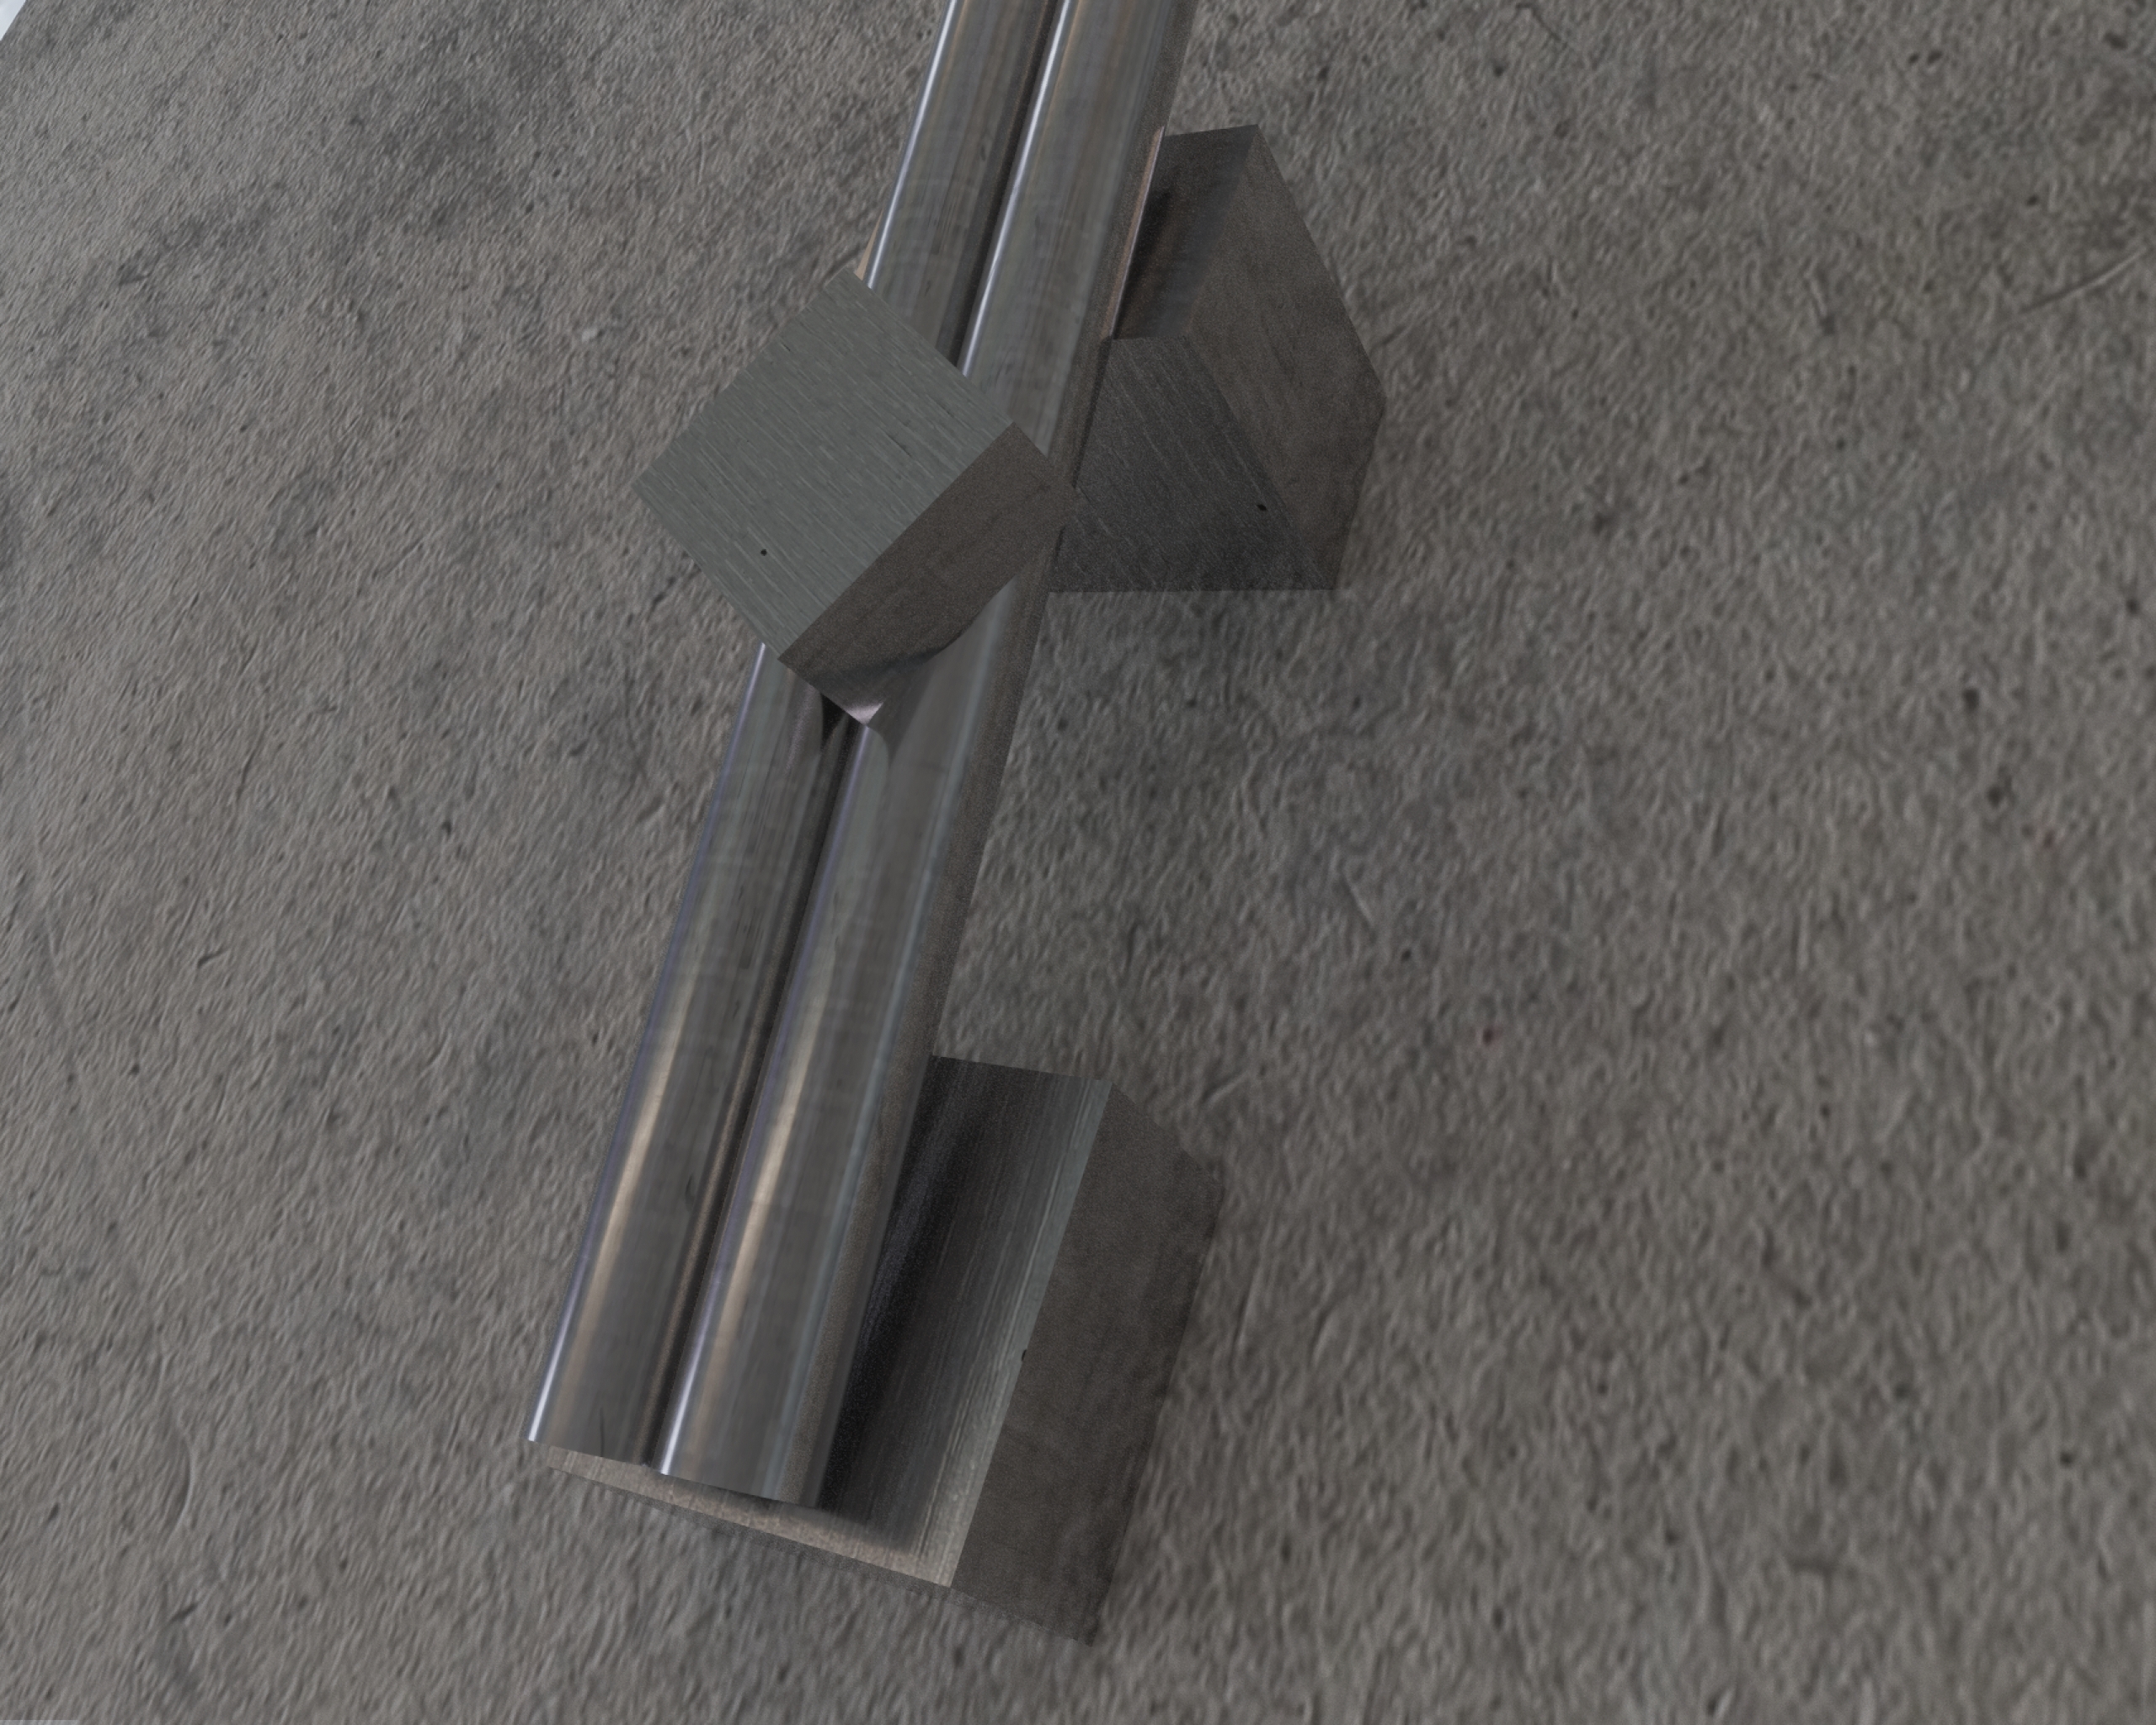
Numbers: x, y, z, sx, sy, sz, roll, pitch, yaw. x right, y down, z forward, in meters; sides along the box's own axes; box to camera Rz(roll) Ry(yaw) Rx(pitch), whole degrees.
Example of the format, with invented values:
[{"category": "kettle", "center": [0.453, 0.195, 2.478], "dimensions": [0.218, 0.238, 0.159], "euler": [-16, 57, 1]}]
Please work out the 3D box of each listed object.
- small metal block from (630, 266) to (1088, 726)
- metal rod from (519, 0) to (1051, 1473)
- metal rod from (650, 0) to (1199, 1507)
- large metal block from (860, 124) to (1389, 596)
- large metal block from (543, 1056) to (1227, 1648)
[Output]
[{"category": "small metal block", "center": [-0.036, -0.059, 0.335], "dimensions": [0.050, 0.025, 0.050], "euler": [-45, 56, 4]}, {"category": "metal rod", "center": [-0.040, -0.049, 0.362], "dimensions": [0.025, 0.025, 0.299], "euler": [3, 70, 29]}, {"category": "metal rod", "center": [-0.017, -0.047, 0.350], "dimensions": [0.025, 0.025, 0.299], "euler": [3, 70, 29]}, {"category": "large metal block", "center": [0.008, -0.098, 0.426], "dimensions": [0.080, 0.080, 0.050], "euler": [3, 64, 30]}, {"category": "large metal block", "center": [-0.031, 0.078, 0.356], "dimensions": [0.080, 0.050, 0.080], "euler": [5, 64, 30]}]
